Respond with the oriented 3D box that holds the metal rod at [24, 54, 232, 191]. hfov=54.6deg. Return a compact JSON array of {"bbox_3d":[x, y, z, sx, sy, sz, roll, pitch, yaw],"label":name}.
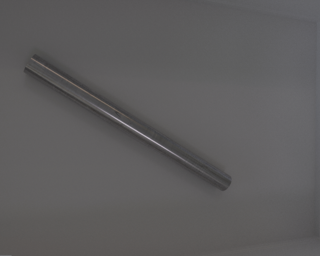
[{"bbox_3d":[-0.028,0.002,0.400,0.301,0.025,0.025,32,80,-17],"label":"metal rod"}]
